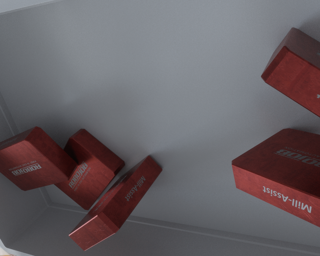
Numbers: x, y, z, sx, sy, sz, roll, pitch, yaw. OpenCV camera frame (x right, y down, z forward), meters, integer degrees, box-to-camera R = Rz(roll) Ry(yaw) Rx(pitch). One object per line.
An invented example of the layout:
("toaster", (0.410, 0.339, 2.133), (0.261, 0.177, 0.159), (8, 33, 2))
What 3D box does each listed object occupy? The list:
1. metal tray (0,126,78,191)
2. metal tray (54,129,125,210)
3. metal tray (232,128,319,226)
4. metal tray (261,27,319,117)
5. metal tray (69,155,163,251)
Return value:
("metal tray", (-0.206, 0.053, 0.492), (0.130, 0.030, 0.090), (-18, 123, 34))
("metal tray", (-0.125, 0.072, 0.514), (0.090, 0.030, 0.129), (39, 129, 1))
("metal tray", (0.143, 0.042, 0.281), (0.130, 0.091, 0.030), (19, 130, 56))
("metal tray", (0.156, -0.031, 0.262), (0.130, 0.090, 0.030), (35, 126, 7))
("metal tray", (-0.058, 0.101, 0.432), (0.030, 0.131, 0.090), (47, 129, -4))
